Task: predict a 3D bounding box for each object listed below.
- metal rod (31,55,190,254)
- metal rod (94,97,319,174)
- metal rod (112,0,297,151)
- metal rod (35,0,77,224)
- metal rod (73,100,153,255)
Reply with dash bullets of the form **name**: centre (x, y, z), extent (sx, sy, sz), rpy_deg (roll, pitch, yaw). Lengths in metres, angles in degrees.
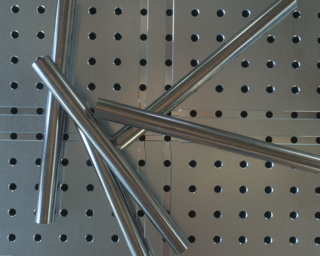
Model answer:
- **metal rod**: centre (-0.057, 0.039, 0.394), extent (0.025, 0.025, 0.299), rpy_deg (-36, 98, 0)
- **metal rod**: centre (0.067, 0.012, 0.398), extent (0.302, 0.025, 0.025), rpy_deg (14, 90, -7)
- **metal rod**: centre (0.059, -0.075, 0.414), extent (0.300, 0.025, 0.025), rpy_deg (-40, 91, -1)
- **metal rod**: centre (-0.138, -0.025, 0.411), extent (0.025, 0.025, 0.298), rpy_deg (6, 90, -1)
- **metal rod**: centre (-0.052, 0.104, 0.412), extent (0.025, 0.025, 0.299), rpy_deg (-23, 90, 0)
